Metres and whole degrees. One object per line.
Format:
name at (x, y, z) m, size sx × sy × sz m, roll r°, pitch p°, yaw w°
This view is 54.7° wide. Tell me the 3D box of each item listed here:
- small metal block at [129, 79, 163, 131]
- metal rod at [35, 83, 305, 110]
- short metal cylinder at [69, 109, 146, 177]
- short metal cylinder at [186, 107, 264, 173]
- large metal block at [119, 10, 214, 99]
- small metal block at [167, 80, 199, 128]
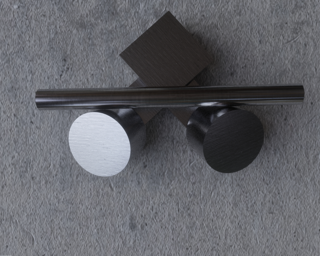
small metal block at (-0.029, -0.029, 0.411) m, size 0.050 × 0.025 × 0.050 m, roll -43°, pitch 90°, yaw -1°
metal rod at (0.012, -0.036, 0.359) m, size 0.302 × 0.025 × 0.025 m, roll -1°, pitch 90°, yaw 0°
short metal cylinder at (-0.064, 0.013, 0.384) m, size 0.080 × 0.050 × 0.079 m, roll 5°, pitch 108°, yaw 17°
short metal cylinder at (0.080, 0.009, 0.385) m, size 0.081 × 0.050 × 0.079 m, roll -6°, pitch 110°, yaw -17°
large metal block at (0.008, -0.085, 0.397) m, size 0.080 × 0.050 × 0.080 m, roll -42°, pitch 90°, yaw 0°
small metal block at (0.043, -0.027, 0.411) m, size 0.050 × 0.025 × 0.050 m, roll -43°, pitch 90°, yaw 0°
